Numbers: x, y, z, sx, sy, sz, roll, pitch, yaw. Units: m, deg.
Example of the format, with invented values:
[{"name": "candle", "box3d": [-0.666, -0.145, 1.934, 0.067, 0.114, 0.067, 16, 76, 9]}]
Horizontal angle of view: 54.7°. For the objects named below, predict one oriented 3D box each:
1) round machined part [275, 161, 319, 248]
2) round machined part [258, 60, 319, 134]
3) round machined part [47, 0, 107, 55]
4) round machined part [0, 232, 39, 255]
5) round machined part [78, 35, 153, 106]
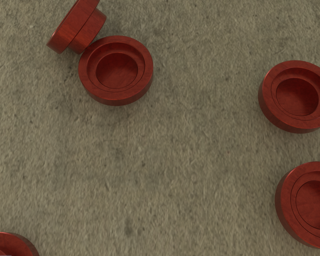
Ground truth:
[{"name": "round machined part", "box3d": [0.185, 0.092, 0.368, 0.099, 0.042, 0.098, 0, 70, -1]}, {"name": "round machined part", "box3d": [0.180, -0.038, 0.415, 0.099, 0.042, 0.098, 0, 70, -1]}, {"name": "round machined part", "box3d": [-0.111, -0.142, 0.430, 0.042, 0.098, 0.098, 35, 70, -26]}, {"name": "round machined part", "box3d": [-0.186, 0.165, 0.337, 0.099, 0.042, 0.098, 0, 70, -1]}, {"name": "round machined part", "box3d": [-0.058, -0.074, 0.426, 0.099, 0.042, 0.098, 0, 70, -1]}]
